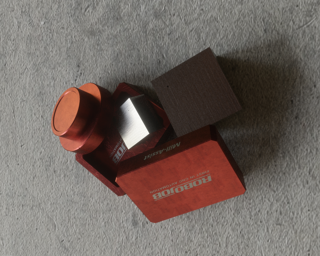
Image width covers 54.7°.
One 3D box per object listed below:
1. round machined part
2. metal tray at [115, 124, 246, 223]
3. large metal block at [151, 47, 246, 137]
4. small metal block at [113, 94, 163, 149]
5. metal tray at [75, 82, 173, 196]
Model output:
[{"bbox_3d":[-0.110,-0.016,0.418,0.098,0.042,0.098,-20,59,38],"label":"round machined part"},{"bbox_3d":[0.025,0.060,0.374,0.130,0.030,0.090,-24,118,19],"label":"metal tray"},{"bbox_3d":[0.048,-0.039,0.380,0.080,0.050,0.080,-28,81,17],"label":"large metal block"},{"bbox_3d":[-0.031,-0.008,0.397,0.050,0.025,0.050,-37,79,45],"label":"small metal block"},{"bbox_3d":[-0.046,0.015,0.423,0.090,0.030,0.129,37,101,16],"label":"metal tray"}]
